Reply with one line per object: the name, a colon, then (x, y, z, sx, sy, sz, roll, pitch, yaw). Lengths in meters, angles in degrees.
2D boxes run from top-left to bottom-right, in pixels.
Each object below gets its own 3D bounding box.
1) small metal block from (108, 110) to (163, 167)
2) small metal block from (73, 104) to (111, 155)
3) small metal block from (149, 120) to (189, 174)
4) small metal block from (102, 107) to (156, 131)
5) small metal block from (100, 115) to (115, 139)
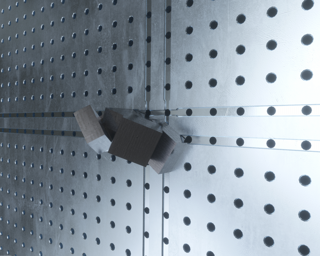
small metal block: (-0.030, 0.013, 0.381, 0.050, 0.025, 0.050, 22, 109, -9)
small metal block: (-0.091, 0.003, 0.429, 0.025, 0.050, 0.050, -28, 68, -4)
small metal block: (0.001, 0.024, 0.407, 0.050, 0.025, 0.050, 43, 116, 31)
small metal block: (-0.042, -0.008, 0.426, 0.050, 0.050, 0.025, 24, 105, 37)
small metal block: (-0.074, 0.005, 0.468, 0.050, 0.025, 0.050, -24, 75, 37)
